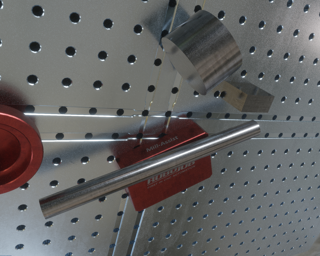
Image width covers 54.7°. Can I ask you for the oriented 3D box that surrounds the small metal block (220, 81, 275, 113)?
[{"bbox_3d":[0.122,-0.044,0.437,0.050,0.050,0.025,0,119,-29],"label":"small metal block"}]

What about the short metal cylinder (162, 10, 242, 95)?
[{"bbox_3d":[0.046,-0.084,0.351,0.050,0.080,0.080,-38,130,-3],"label":"short metal cylinder"}]

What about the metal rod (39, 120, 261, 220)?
[{"bbox_3d":[0.001,0.047,0.402,0.302,0.025,0.025,-19,126,-18],"label":"metal rod"}]

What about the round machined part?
[{"bbox_3d":[-0.174,0.018,0.317,0.099,0.042,0.097,-14,125,-21],"label":"round machined part"}]

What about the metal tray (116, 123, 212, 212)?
[{"bbox_3d":[0.010,0.057,0.451,0.131,0.030,0.089,-23,127,-15],"label":"metal tray"}]
